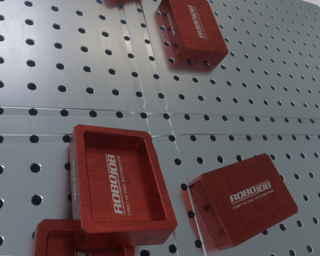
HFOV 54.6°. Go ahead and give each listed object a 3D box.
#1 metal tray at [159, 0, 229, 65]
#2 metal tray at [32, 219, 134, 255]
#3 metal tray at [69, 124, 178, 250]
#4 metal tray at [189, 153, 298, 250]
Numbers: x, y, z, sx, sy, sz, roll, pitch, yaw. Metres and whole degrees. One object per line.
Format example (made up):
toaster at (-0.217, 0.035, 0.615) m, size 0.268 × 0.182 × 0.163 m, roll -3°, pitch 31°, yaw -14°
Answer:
metal tray at (0.058, -0.175, 0.542) m, size 0.091 × 0.030 × 0.130 m, roll 0°, pitch 62°, yaw -28°
metal tray at (-0.069, 0.151, 0.275) m, size 0.091 × 0.030 × 0.130 m, roll 9°, pitch 58°, yaw -24°
metal tray at (-0.043, 0.055, 0.323) m, size 0.091 × 0.030 × 0.130 m, roll 7°, pitch 41°, yaw -25°
metal tray at (0.112, 0.092, 0.409) m, size 0.131 × 0.030 × 0.090 m, roll -12°, pitch 68°, yaw -33°
